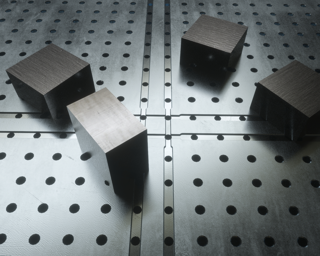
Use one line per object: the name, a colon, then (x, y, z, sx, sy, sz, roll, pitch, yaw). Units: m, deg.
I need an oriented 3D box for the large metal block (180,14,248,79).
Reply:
large metal block: (0.087, -0.135, 0.506, 0.080, 0.050, 0.080, 23, 54, 18)

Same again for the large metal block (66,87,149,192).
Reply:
large metal block: (-0.058, 0.014, 0.360, 0.050, 0.080, 0.080, -31, 57, -24)

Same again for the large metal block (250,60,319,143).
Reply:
large metal block: (0.187, -0.039, 0.427, 0.081, 0.050, 0.080, -30, 57, -23)

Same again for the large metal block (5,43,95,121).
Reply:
large metal block: (-0.155, -0.069, 0.447, 0.080, 0.050, 0.080, 31, 56, 23)
